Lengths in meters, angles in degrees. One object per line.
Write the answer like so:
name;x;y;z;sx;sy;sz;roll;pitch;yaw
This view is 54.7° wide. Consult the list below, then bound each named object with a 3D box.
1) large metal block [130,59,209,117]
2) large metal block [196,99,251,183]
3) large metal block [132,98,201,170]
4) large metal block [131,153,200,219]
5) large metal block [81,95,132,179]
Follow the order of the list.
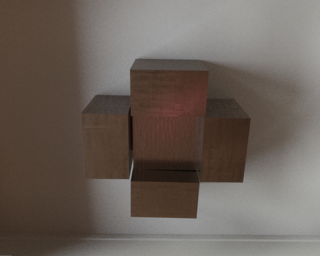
large metal block;0.009;-0.050;0.362;0.081;0.080;0.050;1;110;-1
large metal block;0.073;0.013;0.386;0.050;0.080;0.079;1;110;0
large metal block;0.008;0.006;0.398;0.081;0.050;0.079;1;110;-1
large metal block;0.005;0.072;0.407;0.081;0.080;0.050;2;110;-1
large metal block;-0.060;0.008;0.383;0.050;0.080;0.079;1;110;0
